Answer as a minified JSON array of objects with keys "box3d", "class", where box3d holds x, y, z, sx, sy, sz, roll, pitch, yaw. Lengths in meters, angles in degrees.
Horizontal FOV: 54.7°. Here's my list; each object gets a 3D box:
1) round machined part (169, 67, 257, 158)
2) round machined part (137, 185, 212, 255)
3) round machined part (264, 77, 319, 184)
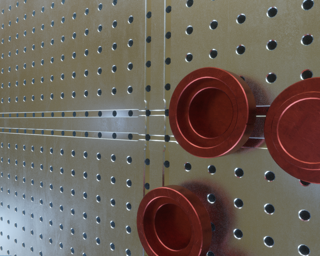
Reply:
[{"box3d":[0.061,-0.016,0.347,0.098,0.042,0.097,0,90,39],"class":"round machined part"},{"box3d":[0.021,0.118,0.379,0.098,0.042,0.097,0,90,39],"class":"round machined part"},{"box3d":[0.142,0.002,0.281,0.098,0.042,0.097,0,90,39],"class":"round machined part"}]
